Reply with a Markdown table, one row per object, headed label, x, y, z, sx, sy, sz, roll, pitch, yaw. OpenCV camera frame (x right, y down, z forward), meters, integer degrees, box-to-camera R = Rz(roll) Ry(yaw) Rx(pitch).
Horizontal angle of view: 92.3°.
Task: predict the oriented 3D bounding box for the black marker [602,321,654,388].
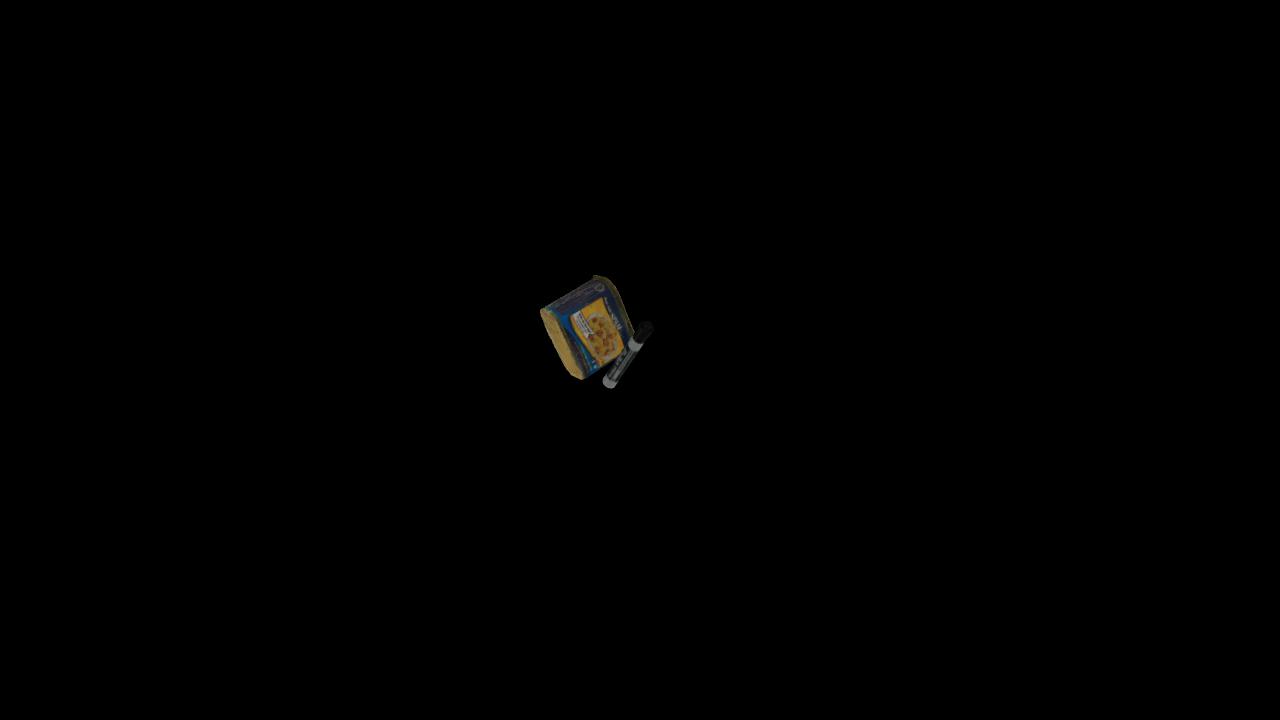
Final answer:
| label | x | y | z | sx | sy | sz | roll | pitch | yaw |
| --- | --- | --- | --- | --- | --- | --- | --- | --- | --- |
| black marker | -0.015 | -0.006 | 0.750 | 0.020 | 0.020 | 0.121 | 0 | -36 | -31 |

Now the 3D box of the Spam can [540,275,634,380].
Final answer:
| label | x | y | z | sx | sy | sz | roll | pitch | yaw |
| --- | --- | --- | --- | --- | --- | --- | --- | --- | --- |
| Spam can | -0.062 | -0.038 | 0.746 | 0.085 | 0.101 | 0.058 | -34 | 28 | -21 |
